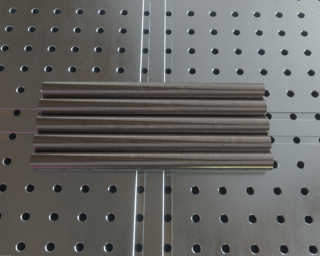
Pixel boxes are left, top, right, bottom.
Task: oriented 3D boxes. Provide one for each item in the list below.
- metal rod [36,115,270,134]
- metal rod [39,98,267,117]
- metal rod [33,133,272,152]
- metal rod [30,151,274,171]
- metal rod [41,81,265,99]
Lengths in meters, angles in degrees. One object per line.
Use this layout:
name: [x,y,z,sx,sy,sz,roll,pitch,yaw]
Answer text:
metal rod: [-0.009,-0.004,0.413,0.302,0.025,0.025,0,70,-1]
metal rod: [-0.009,-0.028,0.422,0.302,0.025,0.025,0,70,-1]
metal rod: [-0.009,0.020,0.404,0.302,0.025,0.025,0,70,-1]
metal rod: [-0.009,0.042,0.396,0.302,0.025,0.025,0,70,-1]
metal rod: [-0.009,-0.051,0.430,0.302,0.025,0.025,0,70,-1]
